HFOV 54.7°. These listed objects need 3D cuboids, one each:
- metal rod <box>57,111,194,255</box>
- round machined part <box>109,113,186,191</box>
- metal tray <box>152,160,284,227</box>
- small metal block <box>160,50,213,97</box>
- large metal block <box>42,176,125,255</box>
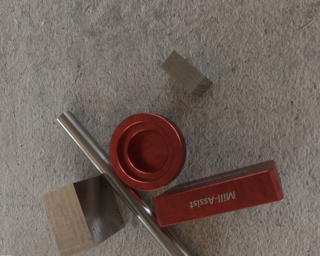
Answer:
[{"bbox_3d":[-0.042,0.090,0.423,0.025,0.025,0.300,-47,76,14],"label":"metal rod"},{"bbox_3d":[-0.013,0.030,0.404,0.098,0.042,0.097,0,90,20],"label":"round machined part"},{"bbox_3d":[0.067,0.072,0.350,0.130,0.090,0.030,-19,84,19],"label":"metal tray"},{"bbox_3d":[0.034,-0.066,0.384,0.050,0.050,0.025,44,104,14],"label":"small metal block"},{"bbox_3d":[-0.099,0.113,0.415,0.050,0.080,0.080,-24,82,18],"label":"large metal block"}]
